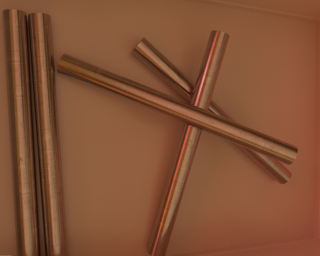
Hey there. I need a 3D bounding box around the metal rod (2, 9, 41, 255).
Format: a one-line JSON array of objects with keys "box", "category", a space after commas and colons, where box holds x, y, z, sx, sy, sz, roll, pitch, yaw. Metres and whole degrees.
[{"box": [-0.157, 0.019, 0.352, 0.025, 0.025, 0.298, -3, 91, -20], "category": "metal rod"}]

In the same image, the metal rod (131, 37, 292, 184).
[{"box": [0.082, -0.015, 0.440, 0.301, 0.025, 0.025, 40, 78, -16], "category": "metal rod"}]

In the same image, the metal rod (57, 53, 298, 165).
[{"box": [0.023, -0.021, 0.376, 0.301, 0.025, 0.025, 22, 83, -3], "category": "metal rod"}]

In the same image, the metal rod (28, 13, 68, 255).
[{"box": [-0.130, 0.020, 0.362, 0.025, 0.025, 0.298, -4, 92, -20], "category": "metal rod"}]

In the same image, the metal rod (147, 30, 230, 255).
[{"box": [0.036, 0.022, 0.404, 0.025, 0.025, 0.298, 16, 92, -20], "category": "metal rod"}]
